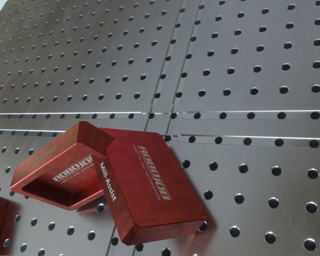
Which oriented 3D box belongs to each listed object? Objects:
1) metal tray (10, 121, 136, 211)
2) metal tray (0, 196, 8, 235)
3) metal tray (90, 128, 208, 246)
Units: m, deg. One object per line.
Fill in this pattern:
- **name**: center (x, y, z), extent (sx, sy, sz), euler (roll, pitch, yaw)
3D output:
- **metal tray**: center (-0.099, 0.051, 0.367), extent (0.130, 0.090, 0.030), euler (-31, 44, 27)
- **metal tray**: center (-0.298, 0.157, 0.467), extent (0.130, 0.030, 0.090), euler (-16, 55, 19)
- **metal tray**: center (-0.017, 0.057, 0.340), extent (0.030, 0.091, 0.130), euler (-58, 44, 30)
